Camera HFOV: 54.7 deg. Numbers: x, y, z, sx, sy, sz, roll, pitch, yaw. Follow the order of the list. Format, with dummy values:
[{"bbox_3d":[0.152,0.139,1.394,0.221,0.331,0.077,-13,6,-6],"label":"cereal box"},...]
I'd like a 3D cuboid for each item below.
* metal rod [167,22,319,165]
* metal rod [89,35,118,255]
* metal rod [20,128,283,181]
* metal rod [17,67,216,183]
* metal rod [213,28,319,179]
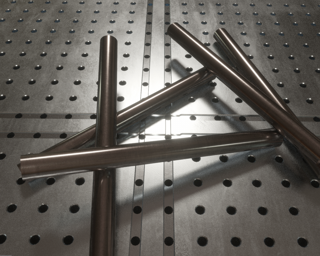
[{"bbox_3d":[0.104,-0.064,0.429,0.025,0.025,0.300,-27,56,-21],"label":"metal rod"},{"bbox_3d":[-0.065,0.002,0.375,0.025,0.025,0.299,-3,59,-3],"label":"metal rod"},{"bbox_3d":[0.008,0.025,0.350,0.303,0.025,0.025,-5,50,-19],"label":"metal rod"},{"bbox_3d":[-0.041,-0.016,0.420,0.302,0.025,0.025,-30,57,-24],"label":"metal rod"},{"bbox_3d":[0.152,-0.057,0.457,0.025,0.025,0.299,-14,51,-12],"label":"metal rod"}]
